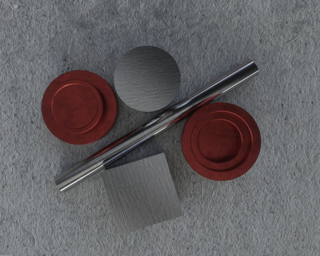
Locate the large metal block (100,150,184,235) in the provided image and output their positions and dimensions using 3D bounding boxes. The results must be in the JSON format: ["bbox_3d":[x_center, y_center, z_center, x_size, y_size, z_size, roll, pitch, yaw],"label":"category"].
[{"bbox_3d":[-0.022,0.079,0.399,0.080,0.050,0.080,-17,90,0],"label":"large metal block"}]

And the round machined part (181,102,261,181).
[{"bbox_3d":[0.076,0.017,0.403,0.099,0.042,0.097,0,90,0],"label":"round machined part"}]

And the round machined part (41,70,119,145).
[{"bbox_3d":[-0.105,-0.027,0.401,0.099,0.042,0.097,0,90,0],"label":"round machined part"}]

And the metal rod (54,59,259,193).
[{"bbox_3d":[-0.004,-0.003,0.412,0.301,0.025,0.025,-31,90,0],"label":"metal rod"}]

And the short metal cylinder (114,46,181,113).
[{"bbox_3d":[-0.015,-0.060,0.398,0.081,0.050,0.079,0,90,0],"label":"short metal cylinder"}]
